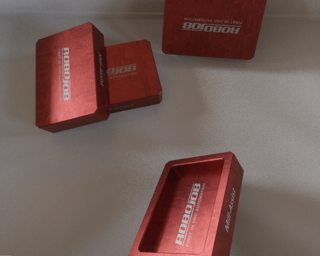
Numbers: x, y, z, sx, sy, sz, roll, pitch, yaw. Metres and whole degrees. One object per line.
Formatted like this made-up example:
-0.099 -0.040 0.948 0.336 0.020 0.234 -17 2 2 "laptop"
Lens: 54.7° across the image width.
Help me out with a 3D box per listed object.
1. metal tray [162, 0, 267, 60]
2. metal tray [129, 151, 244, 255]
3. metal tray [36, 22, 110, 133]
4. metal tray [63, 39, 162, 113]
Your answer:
0.071 -0.146 0.429 0.131 0.089 0.030 4 34 1 "metal tray"
0.032 0.086 0.324 0.090 0.030 0.130 -13 35 34 "metal tray"
-0.118 -0.066 0.410 0.090 0.030 0.129 -13 72 17 "metal tray"
-0.069 -0.068 0.431 0.131 0.030 0.090 -12 71 -5 "metal tray"
